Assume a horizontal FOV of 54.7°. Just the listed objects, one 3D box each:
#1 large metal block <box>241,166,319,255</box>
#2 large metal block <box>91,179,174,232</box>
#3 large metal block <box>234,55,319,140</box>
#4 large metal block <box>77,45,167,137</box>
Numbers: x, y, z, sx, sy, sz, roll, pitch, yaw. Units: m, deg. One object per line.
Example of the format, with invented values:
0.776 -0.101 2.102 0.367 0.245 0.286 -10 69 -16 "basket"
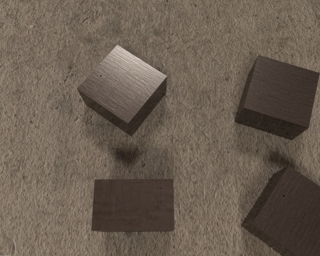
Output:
0.155 0.104 0.359 0.080 0.050 0.080 35 73 11 "large metal block"
-0.027 0.089 0.346 0.081 0.080 0.050 0 70 -1 "large metal block"
0.153 -0.039 0.411 0.080 0.050 0.080 18 71 6 "large metal block"
-0.047 -0.049 0.412 0.080 0.050 0.080 34 73 11 "large metal block"
